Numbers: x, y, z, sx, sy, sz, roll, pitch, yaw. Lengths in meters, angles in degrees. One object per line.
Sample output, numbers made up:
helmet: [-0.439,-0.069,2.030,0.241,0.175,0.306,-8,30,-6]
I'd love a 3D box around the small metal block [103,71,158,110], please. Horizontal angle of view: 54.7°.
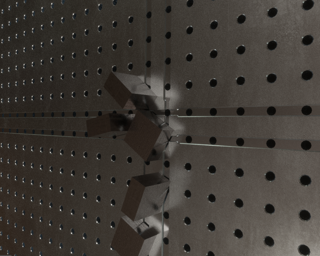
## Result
small metal block: [-0.040,-0.050,0.424,0.050,0.050,0.025,47,118,29]

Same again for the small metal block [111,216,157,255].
small metal block: [-0.038,0.159,0.439,0.050,0.025,0.050,32,110,35]

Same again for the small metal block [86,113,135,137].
small metal block: [-0.070,-0.003,0.448,0.050,0.050,0.025,-14,82,39]

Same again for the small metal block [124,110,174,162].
small metal block: [-0.016,0.010,0.421,0.050,0.025,0.050,40,114,32]

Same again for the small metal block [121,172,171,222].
small metal block: [-0.018,0.089,0.406,0.025,0.050,0.050,29,108,36]
